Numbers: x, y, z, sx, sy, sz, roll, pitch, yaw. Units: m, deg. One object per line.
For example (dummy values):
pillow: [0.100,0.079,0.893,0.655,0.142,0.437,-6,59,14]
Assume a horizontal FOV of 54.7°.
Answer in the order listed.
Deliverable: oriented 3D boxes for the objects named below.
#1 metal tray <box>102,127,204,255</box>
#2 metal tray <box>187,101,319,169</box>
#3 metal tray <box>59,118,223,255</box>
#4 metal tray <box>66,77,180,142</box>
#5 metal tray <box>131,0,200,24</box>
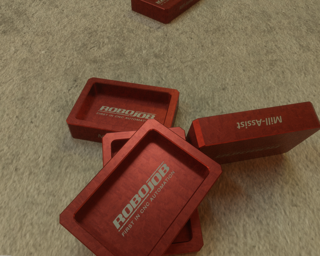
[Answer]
metal tray: [-0.011,0.066,0.324,0.091,0.030,0.130,-5,64,-5]
metal tray: [0.096,0.011,0.349,0.131,0.090,0.030,-9,69,-8]
metal tray: [-0.014,0.064,0.291,0.090,0.030,0.130,35,68,14]
metal tray: [-0.046,-0.020,0.416,0.131,0.030,0.090,9,50,7]
metal tray: [0.016,-0.264,0.621,0.090,0.030,0.131,30,56,22]
